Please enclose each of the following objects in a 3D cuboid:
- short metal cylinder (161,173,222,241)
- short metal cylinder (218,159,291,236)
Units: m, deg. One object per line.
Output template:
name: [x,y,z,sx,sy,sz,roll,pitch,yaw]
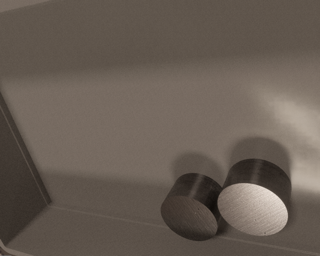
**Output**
short metal cylinder: [0.048,0.110,0.434,0.080,0.050,0.079,13,124,20]
short metal cylinder: [0.117,0.085,0.383,0.080,0.050,0.079,13,124,20]
